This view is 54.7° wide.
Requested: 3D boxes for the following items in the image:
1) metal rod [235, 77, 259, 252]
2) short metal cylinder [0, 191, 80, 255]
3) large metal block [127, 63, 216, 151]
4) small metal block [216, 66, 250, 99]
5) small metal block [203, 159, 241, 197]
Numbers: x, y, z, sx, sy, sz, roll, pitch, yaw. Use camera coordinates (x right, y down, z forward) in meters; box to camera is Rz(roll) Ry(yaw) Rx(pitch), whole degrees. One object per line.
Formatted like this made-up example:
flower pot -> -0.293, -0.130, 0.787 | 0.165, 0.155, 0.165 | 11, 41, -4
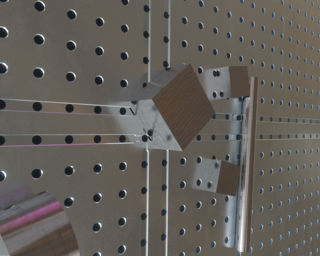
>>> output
metal rod -> 0.152, 0.060, 0.539 | 0.025, 0.025, 0.298 | 6, 86, -40
short metal cylinder -> -0.115, 0.104, 0.278 | 0.050, 0.080, 0.079 | -20, 103, -39
large metal block -> 0.017, -0.027, 0.410 | 0.080, 0.050, 0.080 | -46, 118, -30
small metal block -> 0.122, -0.076, 0.514 | 0.050, 0.025, 0.050 | -10, 97, -40
small metal block -> 0.100, 0.080, 0.496 | 0.050, 0.025, 0.050 | 20, 78, -39
